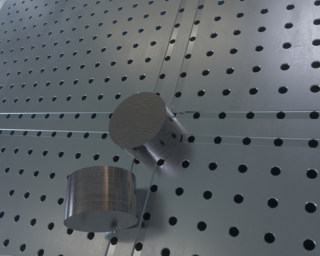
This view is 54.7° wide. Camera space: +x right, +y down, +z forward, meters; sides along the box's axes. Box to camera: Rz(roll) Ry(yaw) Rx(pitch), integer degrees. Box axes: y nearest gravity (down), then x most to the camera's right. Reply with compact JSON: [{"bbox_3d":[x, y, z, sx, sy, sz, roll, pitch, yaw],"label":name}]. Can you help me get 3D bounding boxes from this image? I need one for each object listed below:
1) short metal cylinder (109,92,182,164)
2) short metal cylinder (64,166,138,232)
[{"bbox_3d":[-0.018,0.000,0.402,0.080,0.050,0.080,-13,56,21],"label":"short metal cylinder"},{"bbox_3d":[-0.067,0.084,0.356,0.080,0.080,0.050,-18,55,18],"label":"short metal cylinder"}]
